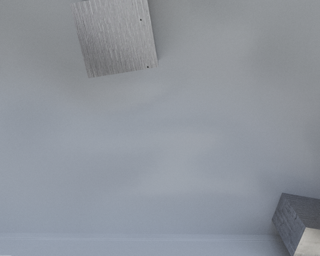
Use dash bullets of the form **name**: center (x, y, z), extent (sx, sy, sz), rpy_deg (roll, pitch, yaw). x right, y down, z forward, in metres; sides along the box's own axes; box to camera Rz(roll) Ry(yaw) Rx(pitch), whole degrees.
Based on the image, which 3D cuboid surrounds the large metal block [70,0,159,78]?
- **large metal block**: center (-0.048, -0.108, 0.358), extent (0.080, 0.050, 0.079), rpy_deg (-9, 110, 3)

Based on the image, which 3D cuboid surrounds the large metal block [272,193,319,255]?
- **large metal block**: center (0.217, 0.140, 0.435), extent (0.081, 0.080, 0.050), rpy_deg (11, 110, -4)
